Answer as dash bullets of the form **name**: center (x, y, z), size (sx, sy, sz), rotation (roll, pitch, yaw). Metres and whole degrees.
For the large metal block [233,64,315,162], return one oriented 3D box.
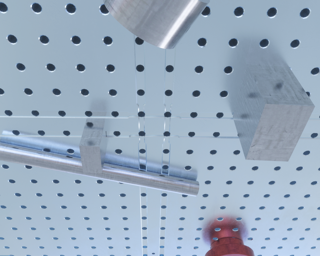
- **large metal block**: center (0.126, -0.018, 0.362), size (0.050, 0.080, 0.079), rotation (3, 130, -3)

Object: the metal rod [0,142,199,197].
- **metal rod**: center (-0.086, 0.064, 0.465), size (0.302, 0.025, 0.025), rotation (13, 129, -12)

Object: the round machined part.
- **round machined part**: center (0.139, 0.256, 0.621), size (0.099, 0.042, 0.097), rotation (-1, 130, 0)

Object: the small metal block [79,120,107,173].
- **small metal block**: center (-0.088, 0.025, 0.415), size (0.025, 0.050, 0.050), rotation (3, 130, -3)

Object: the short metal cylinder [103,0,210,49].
- **short metal cylinder**: center (-0.003, -0.117, 0.276), size (0.080, 0.080, 0.050), rotation (27, 125, -21)
